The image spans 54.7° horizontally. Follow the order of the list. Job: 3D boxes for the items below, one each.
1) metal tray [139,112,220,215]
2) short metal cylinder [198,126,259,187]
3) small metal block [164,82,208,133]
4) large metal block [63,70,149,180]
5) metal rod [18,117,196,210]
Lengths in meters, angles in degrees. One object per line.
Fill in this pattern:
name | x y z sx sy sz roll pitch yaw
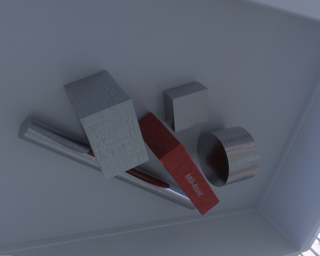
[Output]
metal tray | 0.022 0.048 0.407 0.030 0.090 0.130 -38 130 -4
short metal cylinder | 0.097 0.041 0.452 0.050 0.080 0.079 -11 123 -22
small metal block | 0.035 -0.028 0.409 0.050 0.025 0.050 -19 126 -18
large metal block | -0.059 -0.005 0.337 0.050 0.080 0.080 -24 128 -14
metal rod | -0.044 0.062 0.422 0.301 0.025 0.025 32 100 -39
